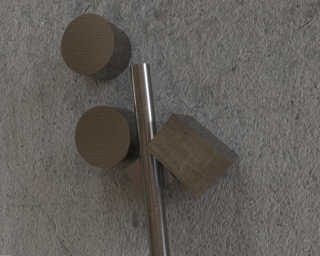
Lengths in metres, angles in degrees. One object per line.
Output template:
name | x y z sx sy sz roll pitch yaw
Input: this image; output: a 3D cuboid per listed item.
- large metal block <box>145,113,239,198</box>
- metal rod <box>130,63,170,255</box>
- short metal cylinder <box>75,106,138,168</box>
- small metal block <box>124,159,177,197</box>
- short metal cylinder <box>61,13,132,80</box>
large metal block | 0.041 0.029 0.365 0.080 0.080 0.050 42 103 15
metal rod | -0.009 0.070 0.385 0.025 0.025 0.298 -7 88 20
short metal cylinder | -0.066 0.011 0.419 0.080 0.050 0.079 0 90 20
small metal block | -0.010 0.060 0.413 0.050 0.025 0.050 -40 78 15
short metal cylinder | -0.087 -0.109 0.426 0.080 0.050 0.079 0 90 20
